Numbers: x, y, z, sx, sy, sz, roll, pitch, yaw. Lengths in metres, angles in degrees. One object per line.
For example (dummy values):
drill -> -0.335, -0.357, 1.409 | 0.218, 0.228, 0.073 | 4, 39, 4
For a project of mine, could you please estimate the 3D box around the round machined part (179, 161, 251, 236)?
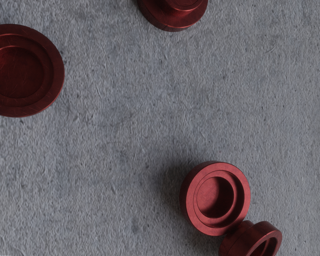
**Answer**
round machined part -> 0.071, 0.093, 0.426 | 0.099, 0.042, 0.097 | 0, 90, -20

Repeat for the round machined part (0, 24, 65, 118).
round machined part -> -0.158, -0.060, 0.342 | 0.099, 0.042, 0.097 | 0, 90, -20

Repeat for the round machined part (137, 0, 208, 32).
round machined part -> 0.021, -0.181, 0.407 | 0.099, 0.042, 0.097 | 0, 90, -20

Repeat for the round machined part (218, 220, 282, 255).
round machined part -> 0.120, 0.168, 0.429 | 0.099, 0.042, 0.097 | -20, 127, -29
